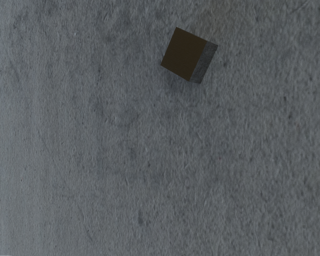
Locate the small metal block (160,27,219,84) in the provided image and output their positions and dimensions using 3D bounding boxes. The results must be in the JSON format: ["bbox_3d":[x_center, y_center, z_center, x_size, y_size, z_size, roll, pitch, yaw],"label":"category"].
[{"bbox_3d":[0.035,-0.088,0.377,0.050,0.025,0.050,37,113,34],"label":"small metal block"}]
